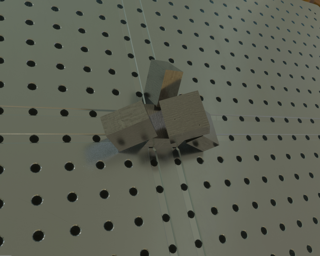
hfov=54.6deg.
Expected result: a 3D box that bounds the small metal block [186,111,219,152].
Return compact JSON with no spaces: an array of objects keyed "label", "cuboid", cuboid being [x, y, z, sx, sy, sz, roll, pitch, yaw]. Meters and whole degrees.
[{"label":"small metal block","cuboid":[0.053,0.000,0.422,0.050,0.025,0.050,27,45,-52]}]

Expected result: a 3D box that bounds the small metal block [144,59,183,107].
[{"label":"small metal block","cuboid":[0.003,-0.060,0.417,0.025,0.050,0.050,3,25,-26]}]

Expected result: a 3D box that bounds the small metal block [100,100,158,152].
[{"label":"small metal block","cuboid":[-0.035,-0.001,0.361,0.050,0.050,0.025,-22,64,0]}]

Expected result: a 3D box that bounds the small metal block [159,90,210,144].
[{"label":"small metal block","cuboid":[0.030,-0.013,0.385,0.050,0.025,0.050,-15,65,1]}]

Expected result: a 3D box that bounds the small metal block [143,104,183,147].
[{"label":"small metal block","cuboid":[0.001,-0.003,0.410,0.050,0.025,0.050,2,61,-27]}]
